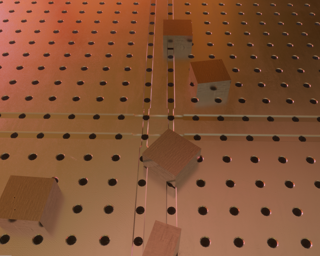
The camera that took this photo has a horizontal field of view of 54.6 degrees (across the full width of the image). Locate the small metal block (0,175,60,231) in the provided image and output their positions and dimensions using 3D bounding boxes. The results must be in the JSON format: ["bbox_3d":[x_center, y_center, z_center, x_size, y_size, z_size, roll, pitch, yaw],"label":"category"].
[{"bbox_3d":[-0.144,0.081,0.339,0.050,0.025,0.050,4,50,3],"label":"small metal block"}]

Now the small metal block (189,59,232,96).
[{"bbox_3d":[0.075,-0.078,0.474,0.050,0.025,0.050,-7,50,-6],"label":"small metal block"}]

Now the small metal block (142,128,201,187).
[{"bbox_3d":[0.014,0.035,0.378,0.050,0.025,0.050,32,57,24],"label":"small metal block"}]

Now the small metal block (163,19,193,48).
[{"bbox_3d":[0.031,-0.167,0.549,0.050,0.025,0.050,1,50,0],"label":"small metal block"}]

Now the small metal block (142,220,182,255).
[{"bbox_3d":[0.000,0.122,0.289,0.025,0.050,0.050,15,52,12],"label":"small metal block"}]
